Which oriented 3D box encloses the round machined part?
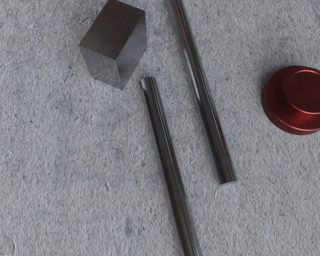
[{"bbox_3d":[0.193,-0.043,0.417,0.099,0.042,0.098,0,70,-1],"label":"round machined part"}]

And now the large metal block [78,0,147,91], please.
[{"bbox_3d":[-0.058,-0.110,0.418,0.050,0.080,0.080,24,72,8],"label":"large metal block"}]

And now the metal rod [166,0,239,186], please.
[{"bbox_3d":[0.053,-0.068,0.433,0.025,0.025,0.299,-12,70,-5],"label":"metal rod"}]

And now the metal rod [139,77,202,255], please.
[{"bbox_3d":[0.017,0.072,0.381,0.025,0.025,0.299,-12,71,-5],"label":"metal rod"}]
